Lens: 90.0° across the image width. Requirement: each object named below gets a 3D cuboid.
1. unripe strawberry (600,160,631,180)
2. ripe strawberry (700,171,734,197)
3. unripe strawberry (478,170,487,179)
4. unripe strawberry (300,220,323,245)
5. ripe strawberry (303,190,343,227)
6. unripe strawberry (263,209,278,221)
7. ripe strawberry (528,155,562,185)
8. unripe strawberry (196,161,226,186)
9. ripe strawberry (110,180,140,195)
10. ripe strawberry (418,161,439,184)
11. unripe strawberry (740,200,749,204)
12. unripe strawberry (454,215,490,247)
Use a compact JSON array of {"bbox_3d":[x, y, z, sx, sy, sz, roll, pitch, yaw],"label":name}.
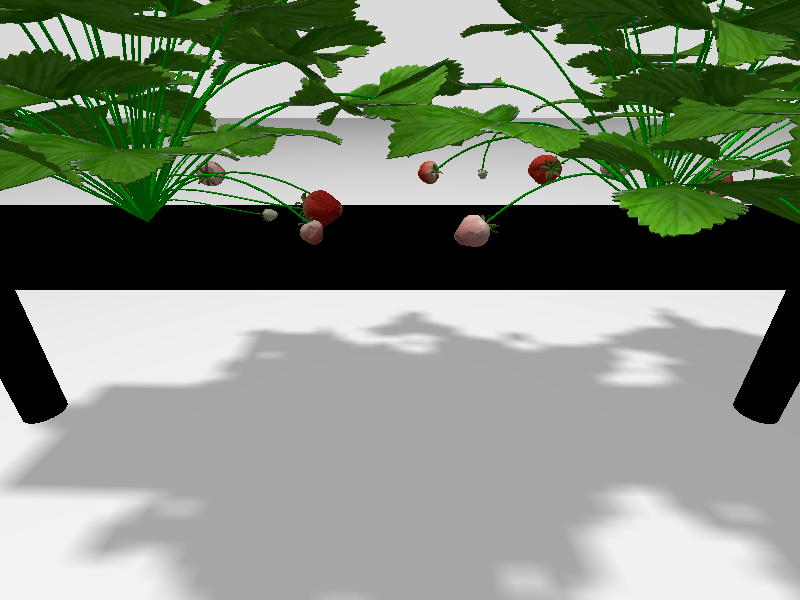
[{"bbox_3d":[0.296,-0.190,0.546,0.042,0.048,0.046,8,27,16],"label":"unripe strawberry"},{"bbox_3d":[0.332,-0.121,0.420,0.033,0.035,0.031,-17,31,-34],"label":"ripe strawberry"},{"bbox_3d":[0.103,-0.157,0.502,0.011,0.011,0.011,-18,31,-32],"label":"unripe strawberry"},{"bbox_3d":[-0.065,-0.049,0.295,0.017,0.017,0.019,-24,13,31],"label":"unripe strawberry"},{"bbox_3d":[-0.063,-0.075,0.331,0.031,0.030,0.034,4,26,6],"label":"ripe strawberry"},{"bbox_3d":[-0.115,-0.076,0.355,0.012,0.010,0.012,0,26,-1],"label":"unripe strawberry"},{"bbox_3d":[0.182,-0.165,0.509,0.041,0.036,0.037,-6,21,-12],"label":"ripe strawberry"},{"bbox_3d":[-0.236,-0.159,0.502,0.034,0.030,0.031,-2,26,-3],"label":"unripe strawberry"},{"bbox_3d":[-0.312,-0.140,0.458,0.037,0.039,0.040,-17,30,-31],"label":"ripe strawberry"},{"bbox_3d":[0.036,-0.166,0.523,0.027,0.029,0.029,-23,21,-39],"label":"ripe strawberry"},{"bbox_3d":[0.359,-0.104,0.415,0.010,0.010,0.011,-13,29,-24],"label":"unripe strawberry"},{"bbox_3d":[0.051,-0.049,0.287,0.025,0.022,0.025,-25,32,-11],"label":"unripe strawberry"}]
